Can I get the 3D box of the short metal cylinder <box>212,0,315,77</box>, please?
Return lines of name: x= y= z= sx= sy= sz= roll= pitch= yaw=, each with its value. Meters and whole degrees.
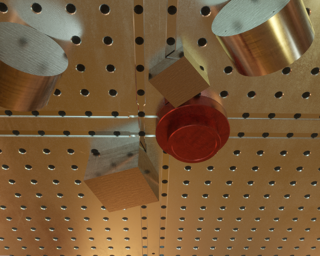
short metal cylinder: x=0.097 y=-0.095 z=0.296 sx=0.080 sy=0.080 sz=0.050 roll=-28 pitch=125 yaw=21

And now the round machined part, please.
round machined part: x=0.043 y=0.009 z=0.409 sx=0.099 sy=0.042 sz=0.097 roll=0 pitch=130 yaw=0

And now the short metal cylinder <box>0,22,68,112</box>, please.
short metal cylinder: x=-0.144 y=-0.063 z=0.320 sx=0.080 sy=0.080 sz=0.050 roll=26 pitch=125 yaw=-21

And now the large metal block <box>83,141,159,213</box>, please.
large metal block: x=-0.053 y=0.074 z=0.457 sx=0.080 sy=0.050 sz=0.080 roll=-16 pitch=129 yaw=12

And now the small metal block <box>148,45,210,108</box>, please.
small metal block: x=0.022 y=-0.059 z=0.362 sx=0.050 sy=0.025 sz=0.050 roll=-32 pitch=124 yaw=24
